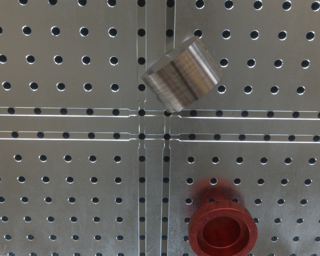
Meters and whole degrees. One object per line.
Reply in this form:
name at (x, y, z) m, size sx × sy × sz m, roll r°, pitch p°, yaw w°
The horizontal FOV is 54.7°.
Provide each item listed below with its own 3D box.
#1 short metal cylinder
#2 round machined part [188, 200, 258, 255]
short metal cylinder at (0.025, -0.062, 0.361) m, size 0.080 × 0.080 × 0.050 m, roll -35°, pitch 107°, yaw 11°
round machined part at (0.090, 0.148, 0.460) m, size 0.099 × 0.042 × 0.097 m, roll 0°, pitch 110°, yaw -1°
